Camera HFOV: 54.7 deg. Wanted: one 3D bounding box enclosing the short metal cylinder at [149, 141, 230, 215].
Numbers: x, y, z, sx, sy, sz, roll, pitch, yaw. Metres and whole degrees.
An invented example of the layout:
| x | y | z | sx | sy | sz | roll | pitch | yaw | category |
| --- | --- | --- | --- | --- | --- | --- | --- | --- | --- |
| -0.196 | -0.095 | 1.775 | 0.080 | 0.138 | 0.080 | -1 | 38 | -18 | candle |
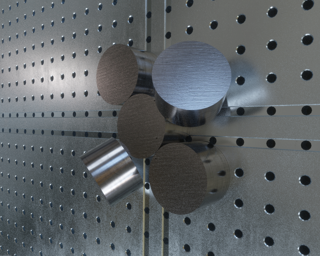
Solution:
| x | y | z | sx | sy | sz | roll | pitch | yaw | category |
| --- | --- | --- | --- | --- | --- | --- | --- | --- | --- |
| 0.034 | 0.056 | 0.363 | 0.080 | 0.050 | 0.079 | 0 | 90 | 39 | short metal cylinder |

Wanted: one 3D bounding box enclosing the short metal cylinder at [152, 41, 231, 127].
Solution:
| x | y | z | sx | sy | sz | roll | pitch | yaw | category |
| --- | --- | --- | --- | --- | --- | --- | --- | --- | --- |
| 0.033 | -0.047 | 0.338 | 0.080 | 0.050 | 0.080 | -1 | 70 | 2 | short metal cylinder |

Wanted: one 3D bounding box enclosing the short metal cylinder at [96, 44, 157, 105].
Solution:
| x | y | z | sx | sy | sz | roll | pitch | yaw | category |
| --- | --- | --- | --- | --- | --- | --- | --- | --- | --- |
| -0.042 | -0.070 | 0.425 | 0.080 | 0.050 | 0.079 | 0 | 90 | 39 | short metal cylinder |

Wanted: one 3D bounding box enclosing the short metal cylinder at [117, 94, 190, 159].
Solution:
| x | y | z | sx | sy | sz | roll | pitch | yaw | category |
| --- | --- | --- | --- | --- | --- | --- | --- | --- | --- |
| -0.009 | -0.002 | 0.398 | 0.080 | 0.050 | 0.079 | 0 | 90 | 39 | short metal cylinder |

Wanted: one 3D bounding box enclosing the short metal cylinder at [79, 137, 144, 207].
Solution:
| x | y | z | sx | sy | sz | roll | pitch | yaw | category |
| --- | --- | --- | --- | --- | --- | --- | --- | --- | --- |
| -0.066 | 0.059 | 0.418 | 0.080 | 0.050 | 0.080 | 50 | 161 | 25 | short metal cylinder |
